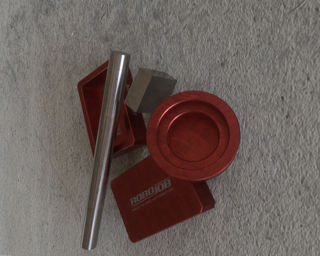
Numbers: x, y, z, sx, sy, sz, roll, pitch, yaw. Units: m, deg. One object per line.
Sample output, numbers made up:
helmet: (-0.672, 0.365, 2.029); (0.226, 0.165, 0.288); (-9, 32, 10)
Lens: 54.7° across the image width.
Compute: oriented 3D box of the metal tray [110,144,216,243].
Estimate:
metal tray: (-0.002, 0.085, 0.402); (0.130, 0.030, 0.090); (-36, 68, 33)

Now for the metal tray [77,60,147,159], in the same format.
metal tray: (-0.073, -0.025, 0.459); (0.090, 0.030, 0.129); (-25, 74, 36)

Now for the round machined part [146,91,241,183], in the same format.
round machined part: (0.037, 0.012, 0.343); (0.098, 0.042, 0.098); (-2, 74, 9)

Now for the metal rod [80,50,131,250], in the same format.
metal rod: (-0.079, 0.045, 0.429); (0.025, 0.025, 0.298); (29, 116, 36)

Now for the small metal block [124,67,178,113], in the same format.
small metal block: (-0.011, -0.047, 0.396); (0.025, 0.050, 0.050); (39, 113, 33)
